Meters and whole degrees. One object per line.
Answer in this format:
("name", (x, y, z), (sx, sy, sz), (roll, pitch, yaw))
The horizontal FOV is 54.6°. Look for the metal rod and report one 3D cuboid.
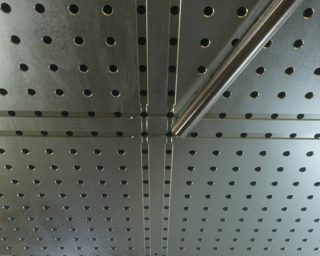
("metal rod", (0.101, -0.095, 0.331), (0.025, 0.025, 0.298), (24, 126, -19))
